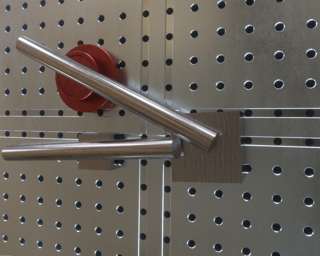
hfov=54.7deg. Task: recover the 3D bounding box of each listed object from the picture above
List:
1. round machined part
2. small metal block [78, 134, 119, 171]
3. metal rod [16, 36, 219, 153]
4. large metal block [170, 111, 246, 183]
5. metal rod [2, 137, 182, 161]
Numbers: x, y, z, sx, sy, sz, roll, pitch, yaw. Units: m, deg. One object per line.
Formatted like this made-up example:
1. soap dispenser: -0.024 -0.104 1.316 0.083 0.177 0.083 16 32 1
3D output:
1. round machined part: -0.107 -0.071 0.440 0.098 0.042 0.097 0 90 19
2. small metal block: -0.088 0.033 0.443 0.050 0.025 0.050 0 90 19
3. metal rod: -0.067 -0.051 0.384 0.301 0.025 0.025 28 99 20
4. large metal block: 0.059 0.022 0.375 0.080 0.050 0.079 -2 89 19
5. metal rod: -0.111 0.031 0.421 0.300 0.025 0.025 -4 89 30
